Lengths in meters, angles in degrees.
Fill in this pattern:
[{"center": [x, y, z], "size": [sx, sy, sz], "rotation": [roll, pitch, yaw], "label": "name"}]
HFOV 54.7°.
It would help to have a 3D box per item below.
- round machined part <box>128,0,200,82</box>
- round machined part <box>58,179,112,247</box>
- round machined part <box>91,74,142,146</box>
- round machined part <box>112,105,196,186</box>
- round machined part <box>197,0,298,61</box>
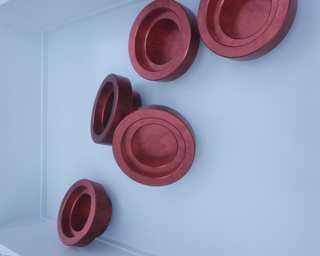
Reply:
[{"center": [0.009, -0.106, 0.388], "size": [0.098, 0.042, 0.097], "rotation": [0, 90, 40], "label": "round machined part"}, {"center": [-0.111, 0.130, 0.474], "size": [0.098, 0.042, 0.098], "rotation": [-24, 53, 37], "label": "round machined part"}, {"center": [-0.059, -0.023, 0.430], "size": [0.098, 0.042, 0.098], "rotation": [-32, 51, 52], "label": "round machined part"}, {"center": [-0.005, 0.018, 0.380], "size": [0.098, 0.042, 0.097], "rotation": [2, 107, 8], "label": "round machined part"}, {"center": [0.091, -0.118, 0.320], "size": [0.098, 0.042, 0.097], "rotation": [0, 90, 40], "label": "round machined part"}]
